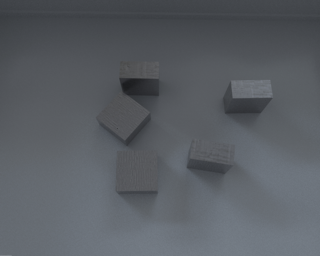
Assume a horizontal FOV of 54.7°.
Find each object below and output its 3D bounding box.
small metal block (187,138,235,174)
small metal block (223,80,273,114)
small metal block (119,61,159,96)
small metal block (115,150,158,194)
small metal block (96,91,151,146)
[{"bbox_3d":[0.062,0.036,0.383,0.050,0.050,0.025,9,71,3],"label":"small metal block"},{"bbox_3d":[0.115,-0.041,0.412,0.050,0.050,0.025,-1,70,0],"label":"small metal block"},{"bbox_3d":[-0.026,-0.066,0.420,0.050,0.050,0.025,1,70,0],"label":"small metal block"},{"bbox_3d":[-0.028,0.056,0.389,0.050,0.025,0.050,-1,70,0],"label":"small metal block"},{"bbox_3d":[-0.048,-0.013,0.414,0.050,0.025,0.050,37,74,12],"label":"small metal block"}]
